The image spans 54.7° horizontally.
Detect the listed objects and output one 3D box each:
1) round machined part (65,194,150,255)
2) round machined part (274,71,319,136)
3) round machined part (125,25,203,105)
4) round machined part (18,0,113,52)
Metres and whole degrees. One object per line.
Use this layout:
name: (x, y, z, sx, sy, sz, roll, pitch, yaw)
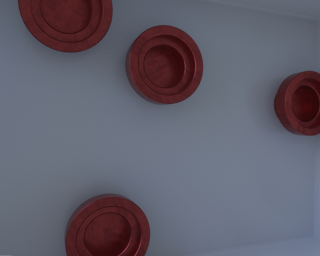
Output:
round machined part: (-0.065, 0.129, 0.378, 0.099, 0.042, 0.097, 0, 90, -20)
round machined part: (0.219, -0.037, 0.482, 0.099, 0.042, 0.097, 0, 90, -20)
round machined part: (0.003, -0.079, 0.402, 0.099, 0.042, 0.097, 0, 90, -20)
round machined part: (-0.107, -0.137, 0.354, 0.099, 0.042, 0.097, -6, 106, -21)
